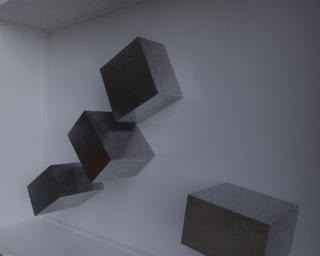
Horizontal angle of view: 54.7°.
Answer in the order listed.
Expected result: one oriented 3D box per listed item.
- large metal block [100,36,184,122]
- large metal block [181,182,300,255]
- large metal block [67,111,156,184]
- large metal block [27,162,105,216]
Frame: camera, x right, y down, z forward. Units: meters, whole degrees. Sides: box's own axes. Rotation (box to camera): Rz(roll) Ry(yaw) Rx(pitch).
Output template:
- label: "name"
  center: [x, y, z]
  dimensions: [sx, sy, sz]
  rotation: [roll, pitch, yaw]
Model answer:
- label: "large metal block"
  center: [-0.027, -0.061, 0.413]
  dimensions: [0.080, 0.050, 0.080]
  rotation: [-30, 72, 36]
- label: "large metal block"
  center: [0.080, 0.095, 0.305]
  dimensions: [0.080, 0.081, 0.050]
  rotation: [13, 98, 39]
- label: "large metal block"
  center: [-0.067, 0.024, 0.426]
  dimensions: [0.050, 0.081, 0.080]
  rotation: [-48, 62, 29]
- label: "large metal block"
  center: [-0.151, 0.095, 0.496]
  dimensions: [0.080, 0.081, 0.050]
  rotation: [-37, 68, 34]
